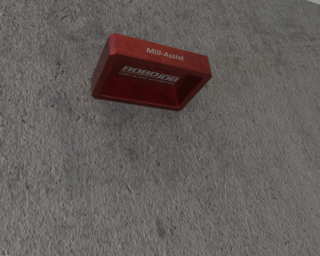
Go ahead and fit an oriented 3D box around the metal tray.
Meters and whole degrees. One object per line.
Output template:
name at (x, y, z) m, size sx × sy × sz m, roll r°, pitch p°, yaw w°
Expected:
metal tray at (-0.012, -0.064, 0.394) m, size 0.131 × 0.090 × 0.030 m, roll 7°, pitch 59°, yaw -24°
